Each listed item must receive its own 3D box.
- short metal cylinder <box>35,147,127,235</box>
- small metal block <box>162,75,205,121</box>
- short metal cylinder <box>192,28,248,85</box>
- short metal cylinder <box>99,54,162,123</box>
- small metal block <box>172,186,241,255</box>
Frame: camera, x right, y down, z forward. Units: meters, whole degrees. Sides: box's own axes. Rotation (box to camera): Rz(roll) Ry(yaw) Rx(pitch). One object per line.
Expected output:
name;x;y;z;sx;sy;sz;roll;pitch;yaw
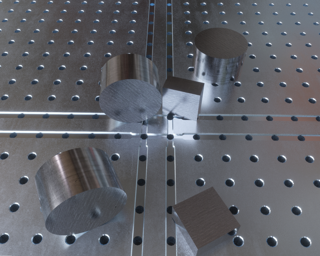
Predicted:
short metal cylinder;-0.081;0.065;0.317;0.081;0.080;0.050;-20;53;-16
small metal block;0.031;-0.040;0.425;0.050;0.050;0.025;14;52;11
short metal cylinder;0.093;-0.114;0.488;0.081;0.050;0.080;0;50;0
short metal cylinder;-0.040;-0.052;0.415;0.081;0.080;0.050;-4;50;-3
small metal block;0.047;0.098;0.326;0.050;0.025;0.050;-22;53;-17
